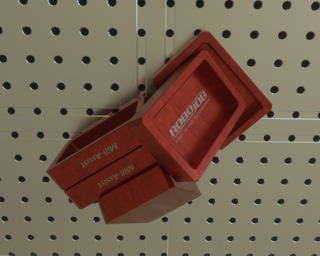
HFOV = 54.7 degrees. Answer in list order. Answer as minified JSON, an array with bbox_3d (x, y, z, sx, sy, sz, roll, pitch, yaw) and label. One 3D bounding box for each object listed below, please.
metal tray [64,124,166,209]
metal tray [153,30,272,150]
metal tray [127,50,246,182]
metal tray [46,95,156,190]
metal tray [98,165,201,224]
[{"bbox_3d":[-0.049,0.039,0.391,0.130,0.090,0.030,-31,108,10],"label":"metal tray"},{"bbox_3d":[0.066,-0.046,0.394,0.090,0.030,0.130,-42,105,13],"label":"metal tray"},{"bbox_3d":[0.036,-0.015,0.348,0.090,0.030,0.130,49,58,-16],"label":"metal tray"},{"bbox_3d":[-0.067,0.015,0.383,0.130,0.090,0.030,-31,108,10],"label":"metal tray"},{"bbox_3d":[-0.007,0.089,0.397,0.090,0.130,0.030,-31,66,11],"label":"metal tray"}]
